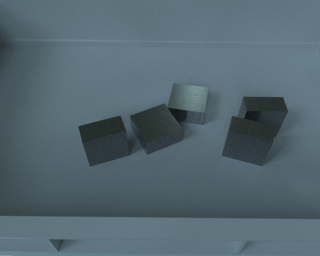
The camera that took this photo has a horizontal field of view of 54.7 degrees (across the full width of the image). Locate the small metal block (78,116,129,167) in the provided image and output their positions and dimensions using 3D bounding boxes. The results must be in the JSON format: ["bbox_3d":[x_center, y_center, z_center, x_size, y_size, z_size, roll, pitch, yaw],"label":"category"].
[{"bbox_3d":[-0.066,0.016,0.374,0.050,0.050,0.025,-15,52,-13],"label":"small metal block"}]

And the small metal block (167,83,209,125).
[{"bbox_3d":[0.039,-0.034,0.434,0.050,0.025,0.050,9,50,6],"label":"small metal block"}]

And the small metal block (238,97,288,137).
[{"bbox_3d":[0.130,-0.014,0.402,0.050,0.050,0.025,1,50,0],"label":"small metal block"}]

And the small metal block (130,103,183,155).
[{"bbox_3d":[-0.005,0.001,0.405,0.050,0.025,0.050,-21,53,-17],"label":"small metal block"}]

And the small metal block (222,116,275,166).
[{"bbox_3d":[0.106,0.016,0.376,0.050,0.050,0.025,14,52,11],"label":"small metal block"}]
